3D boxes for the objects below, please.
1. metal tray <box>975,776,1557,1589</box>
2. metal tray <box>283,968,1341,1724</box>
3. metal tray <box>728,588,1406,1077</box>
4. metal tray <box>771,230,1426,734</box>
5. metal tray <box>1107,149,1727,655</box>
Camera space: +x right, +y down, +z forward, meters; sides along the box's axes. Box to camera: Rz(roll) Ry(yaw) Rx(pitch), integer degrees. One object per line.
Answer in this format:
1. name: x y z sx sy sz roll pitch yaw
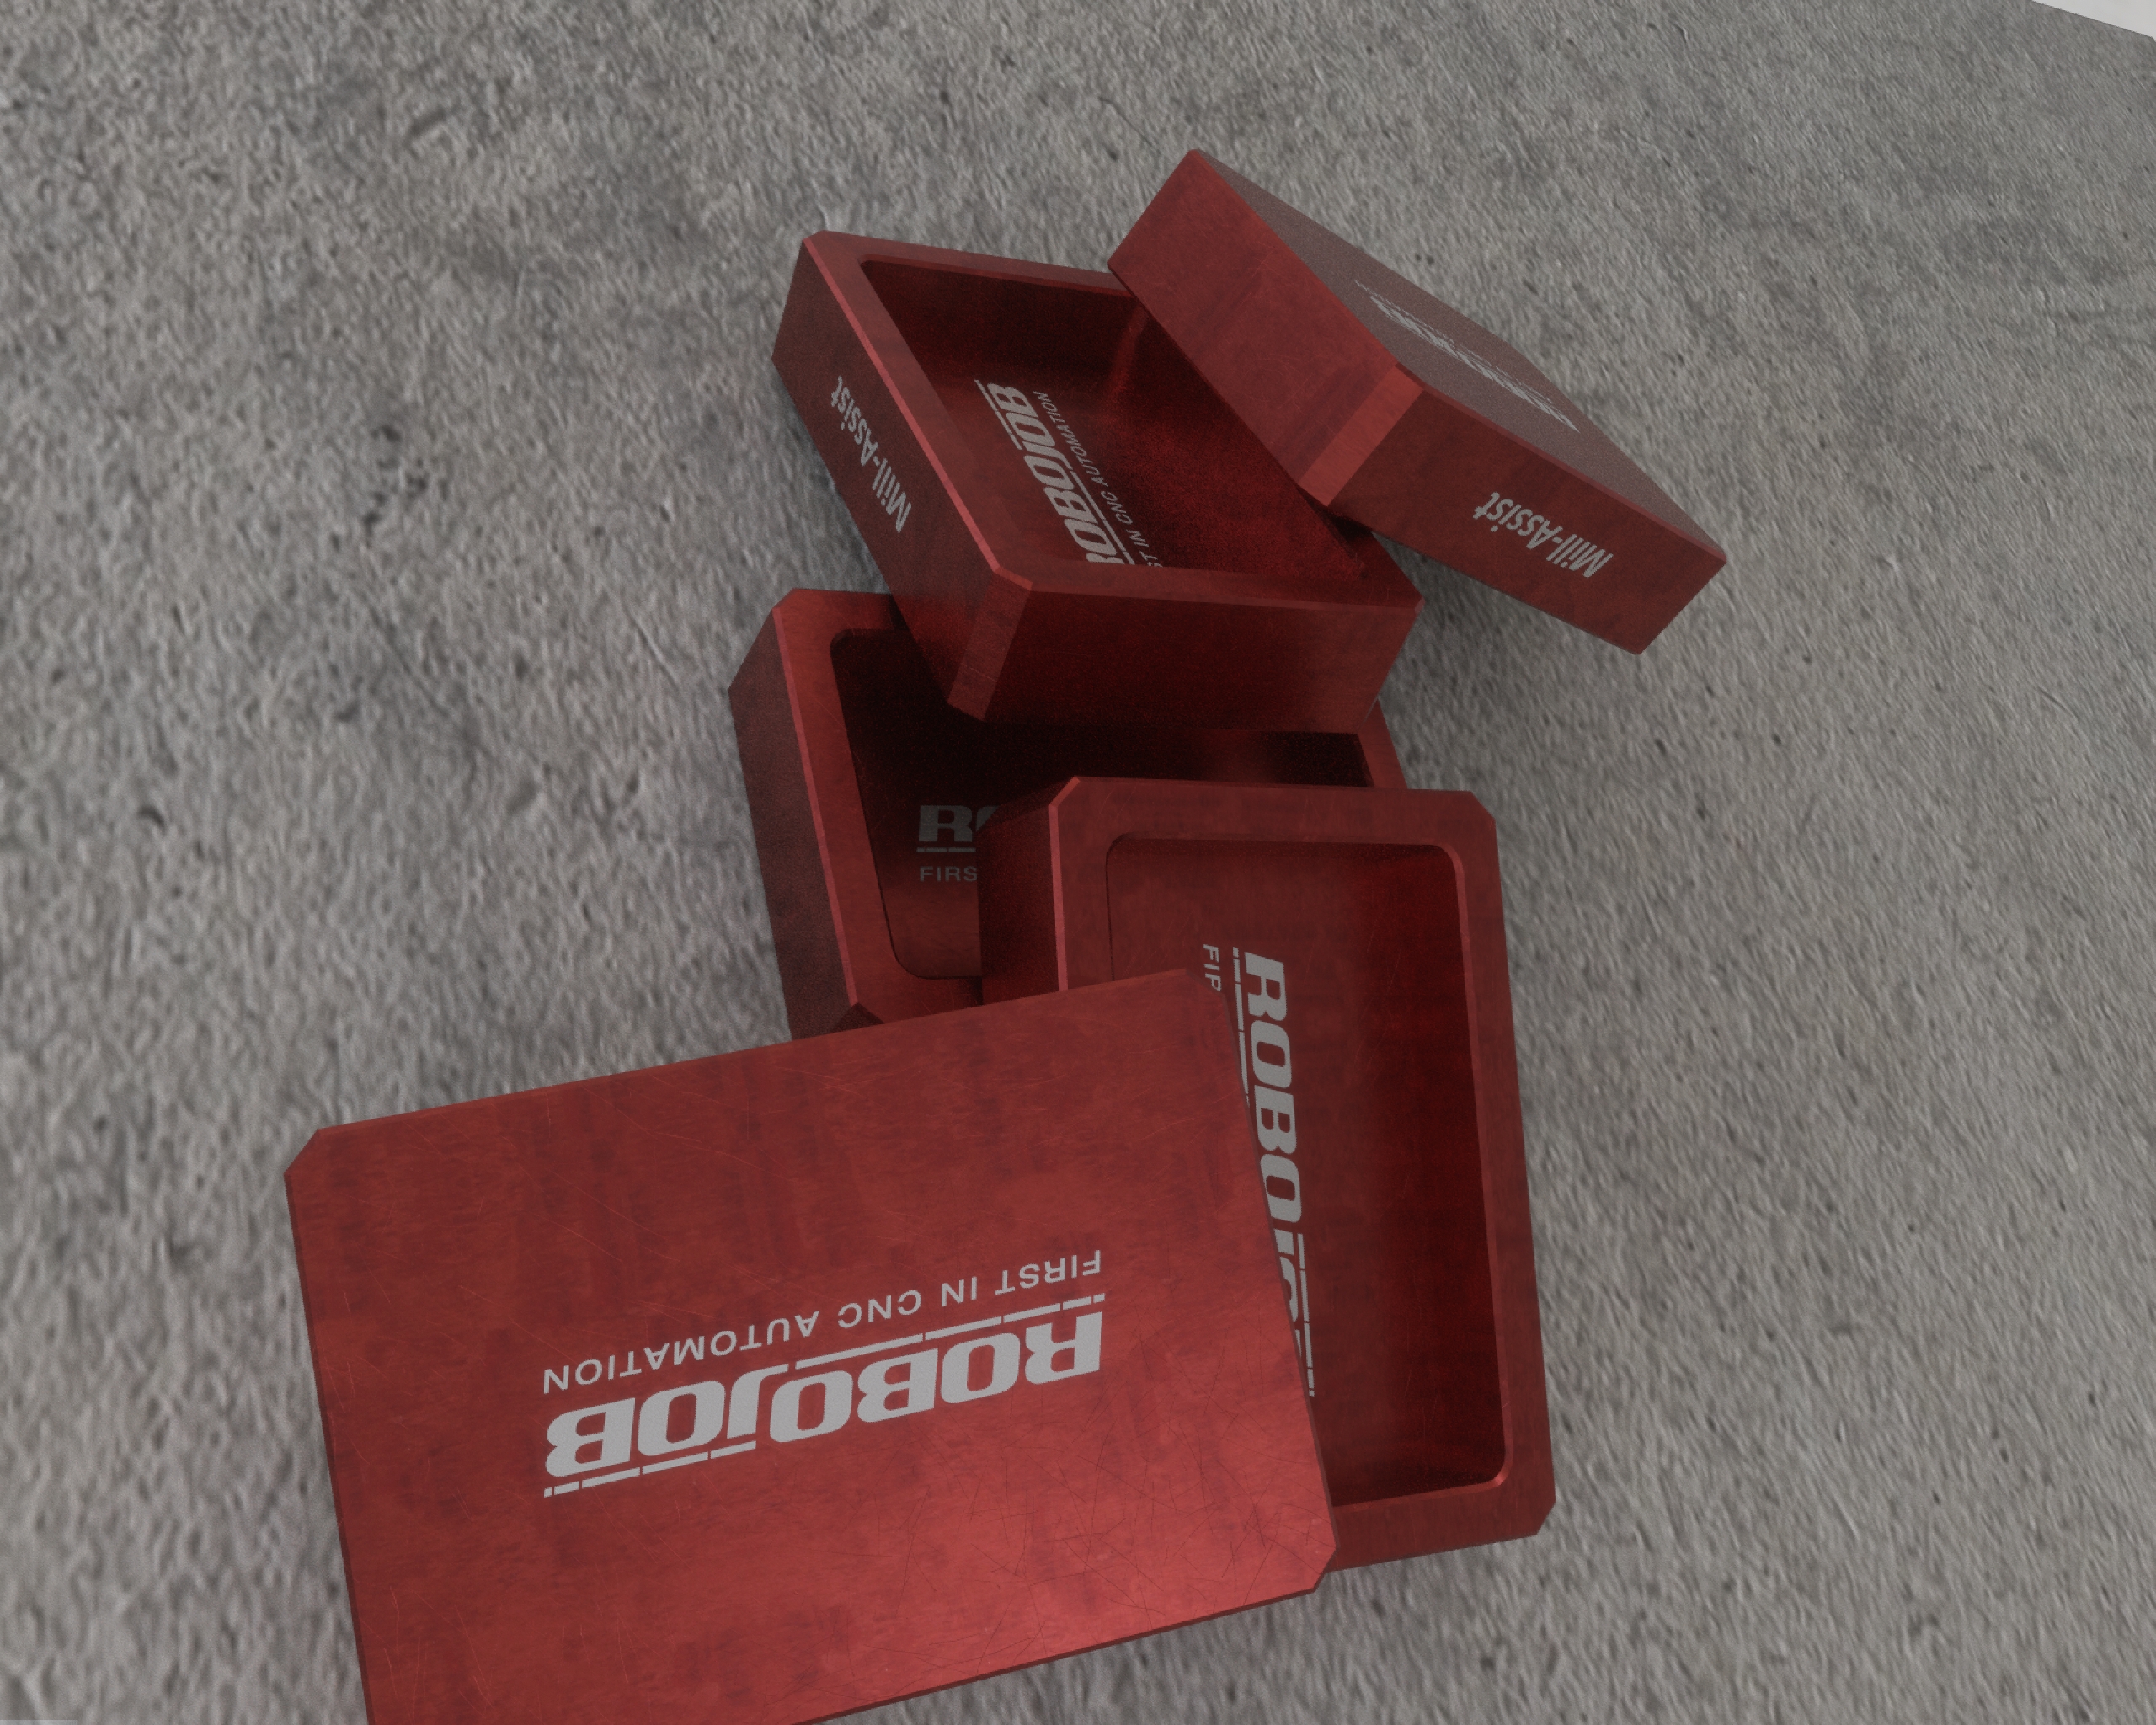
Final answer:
1. metal tray: 0.032 0.053 0.358 0.091 0.030 0.129 1 81 -28
2. metal tray: -0.036 0.071 0.297 0.131 0.030 0.090 -10 83 -13
3. metal tray: 0.005 -0.005 0.405 0.131 0.030 0.090 0 62 -28
4. metal tray: 0.000 -0.078 0.420 0.091 0.030 0.130 0 42 -28
5. metal tray: 0.077 -0.098 0.457 0.131 0.030 0.090 13 35 -46
